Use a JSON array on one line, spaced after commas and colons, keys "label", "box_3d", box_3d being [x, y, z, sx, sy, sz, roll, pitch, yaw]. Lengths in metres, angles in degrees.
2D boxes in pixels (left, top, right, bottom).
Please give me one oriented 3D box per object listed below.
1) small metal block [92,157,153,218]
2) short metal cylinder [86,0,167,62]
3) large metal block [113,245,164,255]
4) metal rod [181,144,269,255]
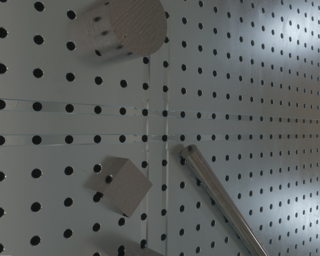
[{"label": "small metal block", "box_3d": [-0.044, 0.071, 0.374, 0.050, 0.025, 0.050, 52, 60, -28]}, {"label": "short metal cylinder", "box_3d": [-0.038, -0.121, 0.362, 0.081, 0.050, 0.079, 0, 90, -40]}, {"label": "large metal block", "box_3d": [-0.016, 0.195, 0.363, 0.050, 0.080, 0.079, -2, 91, -40]}, {"label": "metal rod", "box_3d": [0.119, 0.142, 0.512, 0.025, 0.025, 0.299, -51, 120, -28]}]
